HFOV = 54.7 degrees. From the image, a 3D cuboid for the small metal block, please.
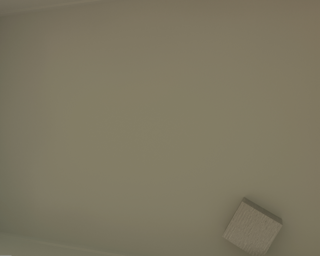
[{"bbox_3d":[0.110,0.120,0.371,0.050,0.025,0.050,29,99,17],"label":"small metal block"}]
